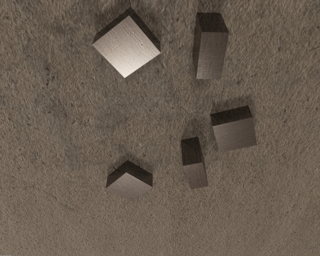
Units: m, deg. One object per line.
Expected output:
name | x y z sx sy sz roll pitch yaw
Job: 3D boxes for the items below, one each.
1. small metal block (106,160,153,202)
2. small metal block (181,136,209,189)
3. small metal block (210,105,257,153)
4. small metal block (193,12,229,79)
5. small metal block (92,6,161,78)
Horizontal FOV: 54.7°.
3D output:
small metal block | -0.047 0.083 0.477 0.050 0.025 0.050 35 122 -26
small metal block | 0.048 0.049 0.433 0.025 0.050 0.050 -12 129 9
small metal block | 0.098 0.002 0.411 0.050 0.025 0.050 -14 129 11
small metal block | 0.050 -0.085 0.319 0.025 0.050 0.050 1 130 -1
small metal block | -0.035 -0.090 0.330 0.050 0.025 0.050 -30 124 23
